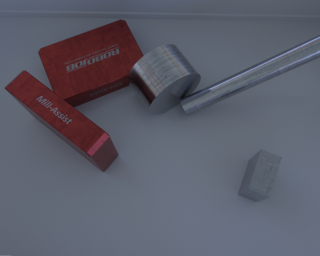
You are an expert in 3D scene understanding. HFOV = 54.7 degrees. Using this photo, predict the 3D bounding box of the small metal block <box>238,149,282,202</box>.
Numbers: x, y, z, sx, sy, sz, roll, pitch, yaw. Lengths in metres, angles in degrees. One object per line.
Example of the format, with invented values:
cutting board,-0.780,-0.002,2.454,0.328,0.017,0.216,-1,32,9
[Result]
small metal block,0.120,0.059,0.376,0.025,0.050,0.050,22,72,7

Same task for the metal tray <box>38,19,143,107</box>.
metal tray,-0.093,-0.091,0.439,0.131,0.030,0.090,-23,72,-9

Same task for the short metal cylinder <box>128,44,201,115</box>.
short metal cylinder,0.006,-0.062,0.403,0.080,0.080,0.050,-32,74,-11

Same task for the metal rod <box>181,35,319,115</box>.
metal rod,0.165,-0.086,0.376,0.300,0.025,0.025,-24,70,18

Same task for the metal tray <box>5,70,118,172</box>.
metal tray,-0.114,-0.005,0.375,0.130,0.090,0.030,36,74,12
